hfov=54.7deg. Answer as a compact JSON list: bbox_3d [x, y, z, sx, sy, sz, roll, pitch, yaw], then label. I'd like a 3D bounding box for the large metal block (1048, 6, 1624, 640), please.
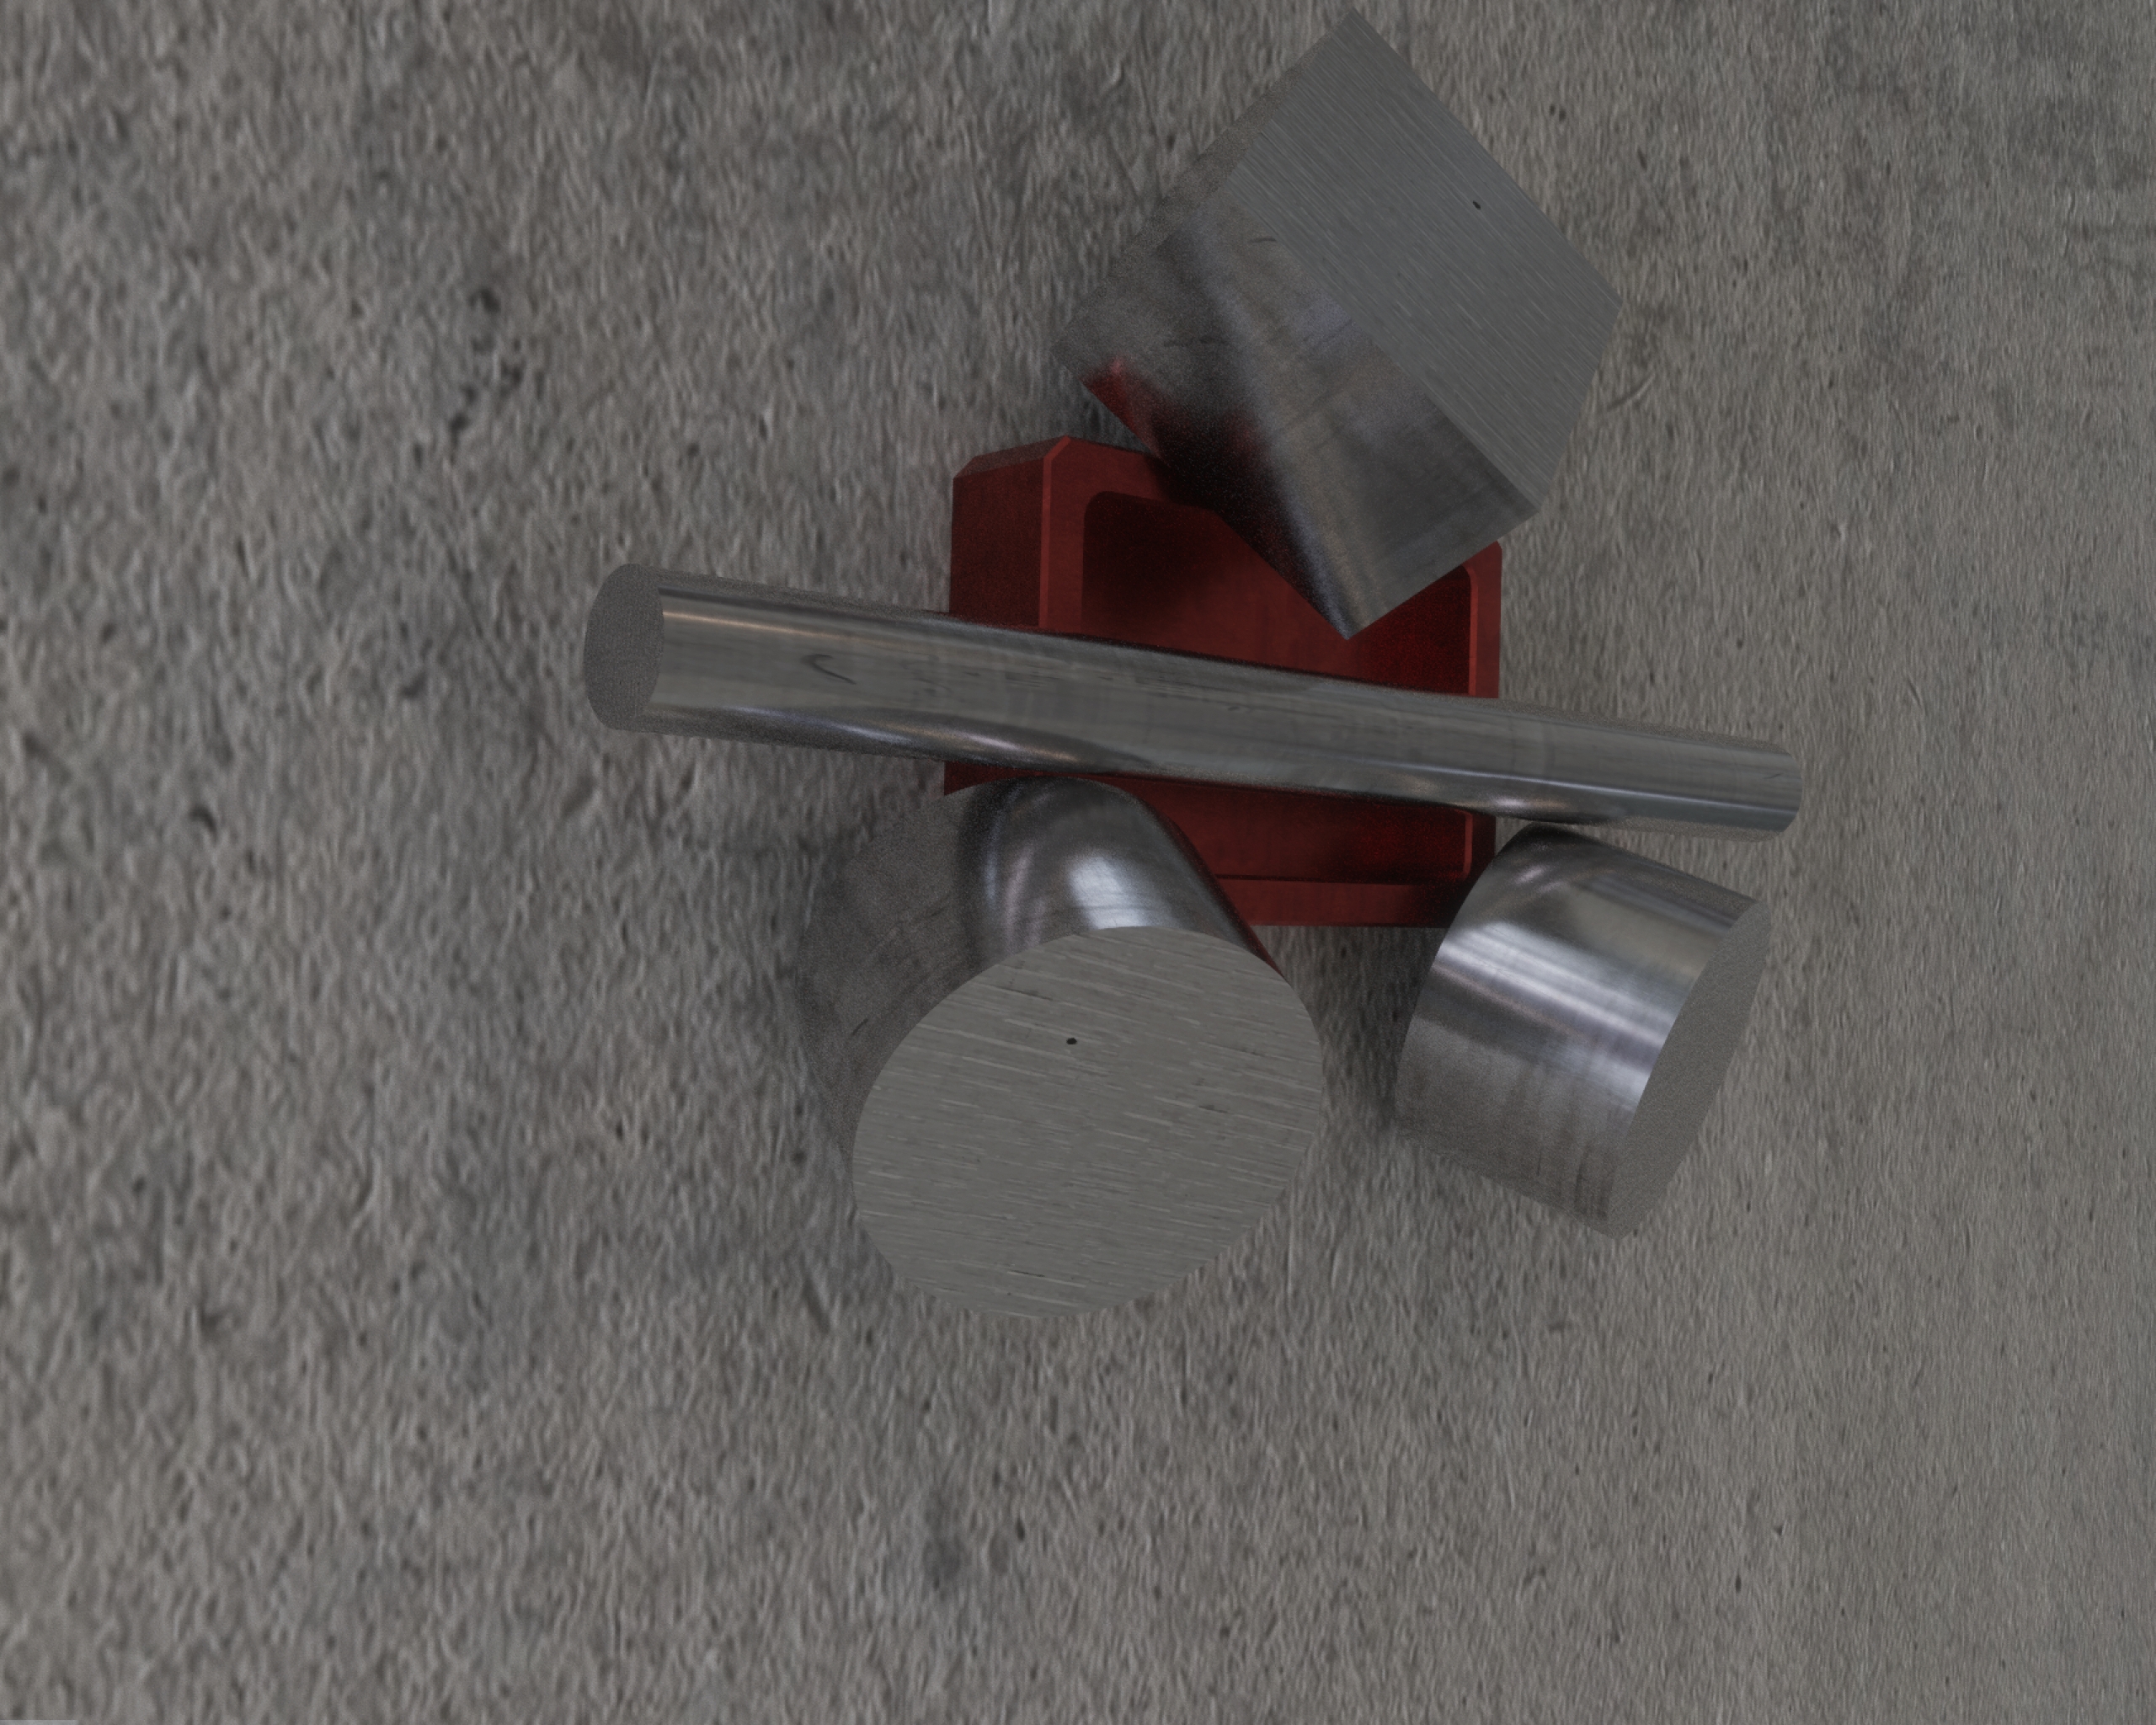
[{"bbox_3d":[0.053,-0.105,0.406,0.080,0.050,0.080,42,47,-14],"label":"large metal block"}]

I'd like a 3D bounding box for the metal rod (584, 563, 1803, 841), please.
[{"bbox_3d":[0.048,-0.025,0.407,0.302,0.025,0.025,4,88,-40],"label":"metal rod"}]

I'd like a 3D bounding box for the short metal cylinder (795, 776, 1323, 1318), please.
[{"bbox_3d":[-0.005,0.032,0.362,0.081,0.050,0.079,-9,123,-15],"label":"short metal cylinder"}]

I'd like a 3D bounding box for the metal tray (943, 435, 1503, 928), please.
[{"bbox_3d":[0.034,-0.032,0.431,0.131,0.030,0.089,2,89,-40],"label":"metal tray"}]

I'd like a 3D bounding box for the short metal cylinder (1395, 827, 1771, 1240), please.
[{"bbox_3d":[0.113,0.036,0.463,0.080,0.050,0.079,-41,144,-39],"label":"short metal cylinder"}]
